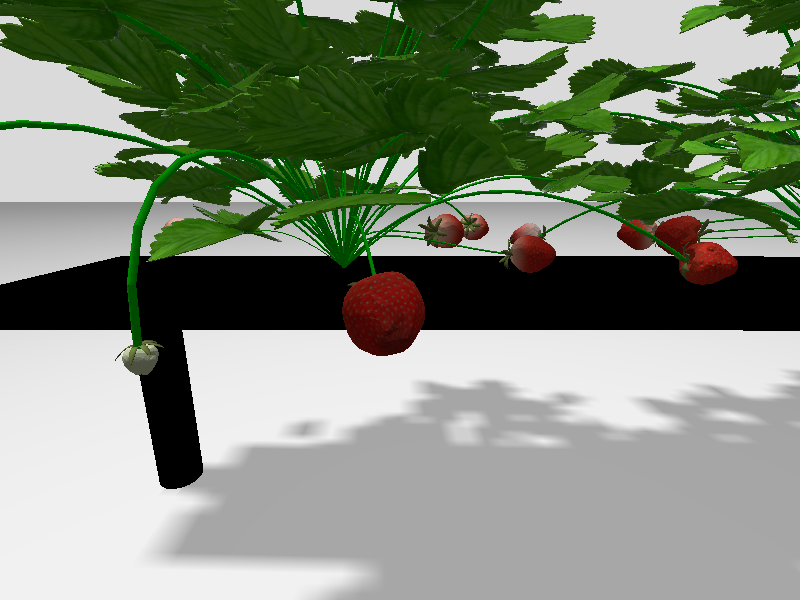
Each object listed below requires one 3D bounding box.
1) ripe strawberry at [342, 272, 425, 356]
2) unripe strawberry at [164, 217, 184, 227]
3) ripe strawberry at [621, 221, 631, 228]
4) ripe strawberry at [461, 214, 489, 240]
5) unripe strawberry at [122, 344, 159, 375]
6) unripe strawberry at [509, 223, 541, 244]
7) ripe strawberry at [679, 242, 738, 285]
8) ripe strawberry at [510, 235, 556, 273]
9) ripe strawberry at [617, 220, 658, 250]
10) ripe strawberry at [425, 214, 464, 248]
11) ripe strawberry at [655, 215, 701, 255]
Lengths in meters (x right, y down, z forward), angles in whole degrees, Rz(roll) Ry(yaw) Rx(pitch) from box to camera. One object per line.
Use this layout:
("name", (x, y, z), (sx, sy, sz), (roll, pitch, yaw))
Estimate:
("ripe strawberry", (-0.006, 0.008, 0.161), (0.034, 0.036, 0.037), (-3, 25, -12))
("unripe strawberry", (-0.255, -0.076, 0.461), (0.039, 0.038, 0.036), (8, 17, 28))
("ripe strawberry", (0.326, -0.101, 0.557), (0.033, 0.034, 0.036), (-5, 16, -19))
("ripe strawberry", (0.100, -0.096, 0.533), (0.039, 0.035, 0.035), (12, 1, 37))
("unripe strawberry", (-0.081, 0.019, 0.124), (0.009, 0.010, 0.010), (2, 15, 7))
("unripe strawberry", (0.140, -0.070, 0.447), (0.034, 0.033, 0.031), (0, 14, 22))
("ripe strawberry", (0.219, -0.025, 0.283), (0.031, 0.031, 0.034), (8, 17, 13))
("ripe strawberry", (0.108, -0.037, 0.326), (0.035, 0.030, 0.035), (3, 16, 9))
("ripe strawberry", (0.275, -0.077, 0.465), (0.040, 0.039, 0.037), (13, 20, 42))
("ripe strawberry", (0.054, -0.080, 0.461), (0.046, 0.039, 0.046), (13, 20, 40))
("ripe strawberry", (0.289, -0.068, 0.418), (0.039, 0.041, 0.036), (9, 18, 31))
